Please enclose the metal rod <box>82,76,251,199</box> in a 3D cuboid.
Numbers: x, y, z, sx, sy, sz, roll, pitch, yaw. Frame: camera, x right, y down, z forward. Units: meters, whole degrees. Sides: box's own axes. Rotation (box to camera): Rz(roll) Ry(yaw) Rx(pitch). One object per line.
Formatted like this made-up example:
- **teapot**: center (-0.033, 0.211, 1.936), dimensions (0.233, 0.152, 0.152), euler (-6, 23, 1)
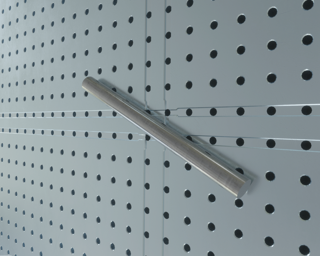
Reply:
- **metal rod**: center (-0.012, -0.003, 0.418), dimensions (0.300, 0.025, 0.025), euler (34, 111, 34)
